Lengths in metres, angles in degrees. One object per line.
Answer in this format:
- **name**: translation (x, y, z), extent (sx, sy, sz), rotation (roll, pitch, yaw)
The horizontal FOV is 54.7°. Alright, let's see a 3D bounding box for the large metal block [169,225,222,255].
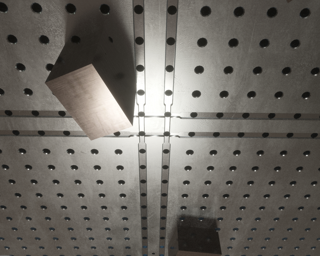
- **large metal block**: translation (0.064, 0.236, 0.598), extent (0.081, 0.050, 0.079), rotation (9, 130, -8)

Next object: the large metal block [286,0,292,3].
- **large metal block**: translation (0.119, -0.168, 0.254), extent (0.080, 0.050, 0.080), rotation (-31, 124, 23)

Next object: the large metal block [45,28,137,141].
- **large metal block**: translation (-0.068, -0.047, 0.334), extent (0.050, 0.080, 0.080), rotation (-19, 128, 15)
